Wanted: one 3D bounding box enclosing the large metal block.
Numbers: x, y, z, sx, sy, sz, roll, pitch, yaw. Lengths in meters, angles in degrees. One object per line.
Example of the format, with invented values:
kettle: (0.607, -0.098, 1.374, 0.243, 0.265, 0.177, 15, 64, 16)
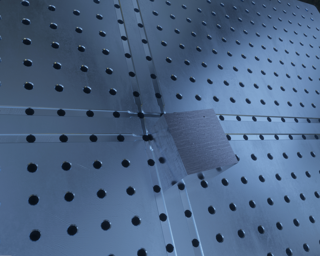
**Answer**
large metal block: (0.041, 0.025, 0.401, 0.081, 0.050, 0.080, -8, 66, -32)
